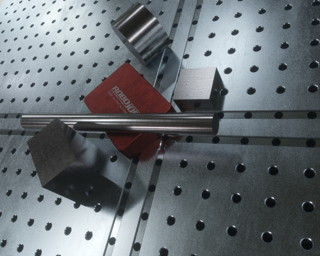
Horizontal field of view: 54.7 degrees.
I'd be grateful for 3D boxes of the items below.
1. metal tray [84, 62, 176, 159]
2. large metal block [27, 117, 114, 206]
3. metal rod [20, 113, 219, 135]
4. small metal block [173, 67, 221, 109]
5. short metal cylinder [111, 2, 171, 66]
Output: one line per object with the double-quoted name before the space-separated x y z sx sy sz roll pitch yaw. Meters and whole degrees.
"metal tray" -0.045 -0.029 0.445 0.090 0.030 0.130 -41 51 -1
"large metal block" -0.116 0.045 0.404 0.050 0.080 0.080 -40 51 1
"metal rod" -0.072 -0.007 0.409 0.300 0.025 0.025 1 62 28
"small metal block" 0.050 -0.053 0.413 0.050 0.025 0.050 2 63 28
"short metal cylinder" -0.029 -0.143 0.474 0.050 0.080 0.080 -42 51 -1
